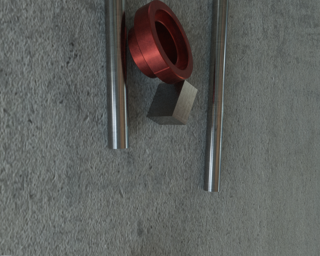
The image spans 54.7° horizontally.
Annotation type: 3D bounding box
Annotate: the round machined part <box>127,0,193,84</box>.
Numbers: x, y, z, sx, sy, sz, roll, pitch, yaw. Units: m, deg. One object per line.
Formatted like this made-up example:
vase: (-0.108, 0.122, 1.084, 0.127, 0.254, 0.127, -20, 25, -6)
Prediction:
round machined part: (-0.002, -0.099, 0.376, 0.098, 0.042, 0.098, 35, 46, -47)

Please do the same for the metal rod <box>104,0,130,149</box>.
metal rod: (-0.052, -0.126, 0.360, 0.025, 0.025, 0.298, -2, 92, -40)

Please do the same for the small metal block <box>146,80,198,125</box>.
small metal block: (0.015, -0.032, 0.401, 0.025, 0.050, 0.050, 32, 71, -36)

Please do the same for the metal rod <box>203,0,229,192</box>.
metal rod: (0.087, -0.054, 0.476, 0.025, 0.025, 0.298, 5, 87, -40)
